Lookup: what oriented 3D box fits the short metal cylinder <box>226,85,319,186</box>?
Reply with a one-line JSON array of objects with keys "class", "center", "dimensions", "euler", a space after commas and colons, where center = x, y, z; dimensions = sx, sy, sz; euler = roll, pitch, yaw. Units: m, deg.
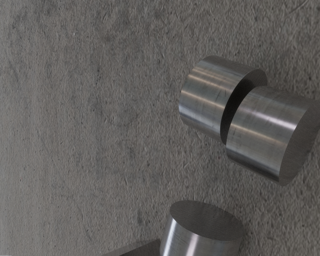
[{"class": "short metal cylinder", "center": [0.105, 0.006, 0.283], "dimensions": [0.050, 0.081, 0.079], "euler": [26, 106, 37]}]

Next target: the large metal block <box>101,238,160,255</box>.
[{"class": "large metal block", "center": [-0.035, 0.196, 0.398], "dimensions": [0.050, 0.081, 0.080], "euler": [-24, 75, 37]}]

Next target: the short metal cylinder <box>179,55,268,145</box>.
[{"class": "short metal cylinder", "center": [0.065, -0.028, 0.315], "dimensions": [0.050, 0.081, 0.079], "euler": [29, 108, 36]}]

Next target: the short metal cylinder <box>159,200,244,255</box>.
[{"class": "short metal cylinder", "center": [0.044, 0.120, 0.333], "dimensions": [0.080, 0.081, 0.050], "euler": [23, 104, 38]}]
